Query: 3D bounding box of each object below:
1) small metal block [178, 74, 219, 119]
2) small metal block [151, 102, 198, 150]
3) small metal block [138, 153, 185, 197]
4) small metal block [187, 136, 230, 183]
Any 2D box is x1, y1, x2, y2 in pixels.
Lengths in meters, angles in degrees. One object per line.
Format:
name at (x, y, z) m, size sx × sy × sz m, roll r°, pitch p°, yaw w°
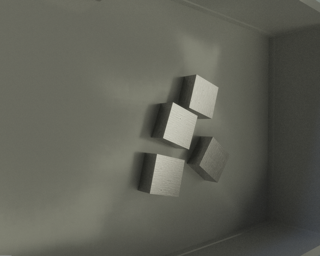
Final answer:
small metal block at (0.056, -0.045, 0.456) m, size 0.050 × 0.025 × 0.050 m, roll 22°, pitch 76°, yaw -38°
small metal block at (0.021, -0.002, 0.426) m, size 0.050 × 0.025 × 0.050 m, roll 25°, pitch 74°, yaw -38°
small metal block at (0.003, 0.062, 0.411) m, size 0.050 × 0.025 × 0.050 m, roll 17°, pitch 79°, yaw -39°
small metal block at (0.075, 0.048, 0.472) m, size 0.050 × 0.025 × 0.050 m, roll 44°, pitch 63°, yaw -32°
